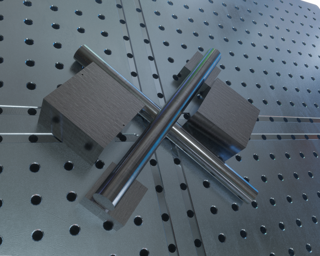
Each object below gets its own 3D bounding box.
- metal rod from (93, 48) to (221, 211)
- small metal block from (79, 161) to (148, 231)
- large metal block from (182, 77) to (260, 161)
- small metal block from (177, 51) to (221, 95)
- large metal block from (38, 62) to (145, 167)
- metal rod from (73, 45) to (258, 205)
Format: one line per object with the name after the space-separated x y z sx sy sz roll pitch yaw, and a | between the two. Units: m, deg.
0.015 -0.022 0.397 0.025 0.025 0.301 39 51 -2 | metal rod
-0.049 0.074 0.336 0.050 0.025 0.050 38 51 -3 | small metal block
0.088 -0.012 0.447 0.080 0.050 0.080 37 51 -4 | large metal block
0.063 -0.088 0.496 0.050 0.025 0.050 39 51 -2 | small metal block
-0.078 -0.017 0.360 0.080 0.050 0.080 40 51 -1 | large metal block
0.009 -0.004 0.414 0.300 0.025 0.025 40 51 -1 | metal rod
